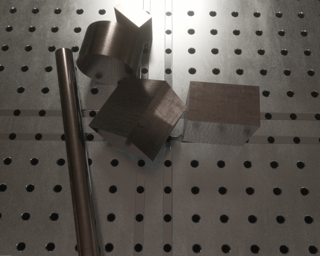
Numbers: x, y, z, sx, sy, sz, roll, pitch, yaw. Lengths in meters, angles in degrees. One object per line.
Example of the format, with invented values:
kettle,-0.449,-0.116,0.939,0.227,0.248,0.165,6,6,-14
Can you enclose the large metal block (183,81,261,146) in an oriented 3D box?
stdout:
large metal block,0.073,-0.015,0.389,0.081,0.080,0.050,5,70,1

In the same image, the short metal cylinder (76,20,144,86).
short metal cylinder,-0.066,-0.098,0.418,0.080,0.080,0.050,10,71,3

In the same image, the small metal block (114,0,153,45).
small metal block,-0.038,-0.153,0.454,0.050,0.050,0.025,42,75,13

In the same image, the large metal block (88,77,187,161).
large metal block,-0.028,-0.014,0.383,0.080,0.050,0.080,14,65,46

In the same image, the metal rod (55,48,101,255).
metal rod,-0.108,0.029,0.399,0.025,0.025,0.299,-11,70,-4
